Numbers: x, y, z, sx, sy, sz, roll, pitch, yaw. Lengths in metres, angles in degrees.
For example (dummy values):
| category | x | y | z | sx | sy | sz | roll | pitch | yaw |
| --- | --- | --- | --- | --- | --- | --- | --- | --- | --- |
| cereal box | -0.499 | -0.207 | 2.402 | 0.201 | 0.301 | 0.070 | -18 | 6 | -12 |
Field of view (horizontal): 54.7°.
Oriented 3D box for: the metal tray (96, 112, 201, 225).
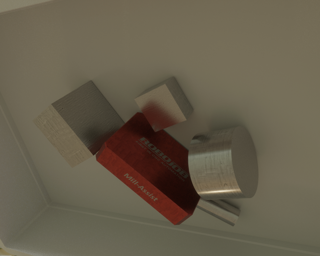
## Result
| category | x | y | z | sx | sy | sz | roll | pitch | yaw |
| --- | --- | --- | --- | --- | --- | --- | --- | --- | --- |
| metal tray | -0.004 | 0.047 | 0.394 | 0.130 | 0.090 | 0.030 | 40 | 128 | 1 |

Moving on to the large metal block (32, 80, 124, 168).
| category | x | y | z | sx | sy | sz | roll | pitch | yaw |
| --- | --- | --- | --- | --- | --- | --- | --- | --- | --- |
| large metal block | -0.107 | -0.007 | 0.421 | 0.050 | 0.080 | 0.080 | -29 | 102 | 37 |

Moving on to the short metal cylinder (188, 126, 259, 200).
| category | x | y | z | sx | sy | sz | roll | pitch | yaw |
| --- | --- | --- | --- | --- | --- | --- | --- | --- | --- |
| short metal cylinder | 0.075 | 0.041 | 0.356 | 0.050 | 0.080 | 0.080 | -12 | 113 | 34 |

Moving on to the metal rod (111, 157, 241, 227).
| category | x | y | z | sx | sy | sz | roll | pitch | yaw |
| --- | --- | --- | --- | --- | --- | --- | --- | --- | --- |
| metal rod | -0.027 | 0.061 | 0.457 | 0.301 | 0.025 | 0.025 | 25 | 127 | 12 |

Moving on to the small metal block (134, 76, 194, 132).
| category | x | y | z | sx | sy | sz | roll | pitch | yaw |
| --- | --- | --- | --- | --- | --- | --- | --- | --- | --- |
| small metal block | 0.005 | -0.029 | 0.384 | 0.050 | 0.025 | 0.050 | -22 | 107 | 35 |
